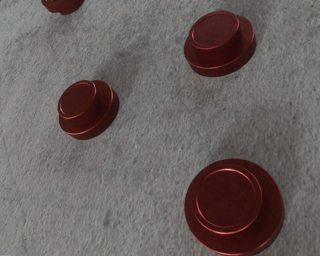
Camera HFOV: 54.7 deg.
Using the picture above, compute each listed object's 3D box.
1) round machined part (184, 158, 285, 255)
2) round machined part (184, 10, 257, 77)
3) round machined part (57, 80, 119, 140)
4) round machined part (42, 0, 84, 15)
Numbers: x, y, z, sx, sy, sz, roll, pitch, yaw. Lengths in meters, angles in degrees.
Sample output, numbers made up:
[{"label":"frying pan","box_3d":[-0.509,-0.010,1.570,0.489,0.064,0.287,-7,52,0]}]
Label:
[{"label":"round machined part","box_3d":[0.070,0.075,0.310,0.098,0.042,0.098,-13,56,20]},{"label":"round machined part","box_3d":[0.079,-0.122,0.426,0.098,0.042,0.098,-13,56,20]},{"label":"round machined part","box_3d":[-0.115,-0.034,0.472,0.098,0.042,0.098,-13,56,20]},{"label":"round machined part","box_3d":[-0.203,-0.285,0.672,0.098,0.042,0.098,-13,56,20]}]
